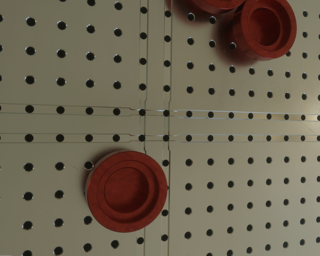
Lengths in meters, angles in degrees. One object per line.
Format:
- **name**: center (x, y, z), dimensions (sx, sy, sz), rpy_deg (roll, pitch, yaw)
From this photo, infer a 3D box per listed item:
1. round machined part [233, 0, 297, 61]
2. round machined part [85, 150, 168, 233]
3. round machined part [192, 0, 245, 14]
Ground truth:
- **round machined part**: center (0.149, -0.148, 0.460), dimensions (0.099, 0.042, 0.097), rpy_deg (0, 90, -21)
- **round machined part**: center (-0.044, 0.076, 0.388), dimensions (0.099, 0.042, 0.097), rpy_deg (0, 90, -21)
- **round machined part**: center (0.076, -0.208, 0.433), dimensions (0.099, 0.042, 0.097), rpy_deg (0, 90, -21)
